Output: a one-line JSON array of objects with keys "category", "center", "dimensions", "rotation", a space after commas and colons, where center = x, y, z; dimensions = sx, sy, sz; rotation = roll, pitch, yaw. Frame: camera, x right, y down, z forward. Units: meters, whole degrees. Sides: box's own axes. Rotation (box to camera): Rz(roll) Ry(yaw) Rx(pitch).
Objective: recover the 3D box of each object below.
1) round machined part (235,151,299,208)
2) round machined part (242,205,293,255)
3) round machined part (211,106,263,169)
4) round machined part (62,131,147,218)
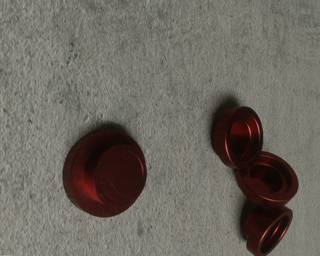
[{"category": "round machined part", "center": [0.173, 0.089, 0.515], "dimensions": [0.099, 0.098, 0.042], "rotation": [-33, 151, -35]}, {"category": "round machined part", "center": [0.178, 0.168, 0.528], "dimensions": [0.099, 0.042, 0.097], "rotation": [-23, 129, -32]}, {"category": "round machined part", "center": [0.119, 0.015, 0.493], "dimensions": [0.099, 0.042, 0.097], "rotation": [0, 90, -40]}, {"category": "round machined part", "center": [-0.054, 0.052, 0.348], "dimensions": [0.099, 0.042, 0.097], "rotation": [0, 90, -40]}]
